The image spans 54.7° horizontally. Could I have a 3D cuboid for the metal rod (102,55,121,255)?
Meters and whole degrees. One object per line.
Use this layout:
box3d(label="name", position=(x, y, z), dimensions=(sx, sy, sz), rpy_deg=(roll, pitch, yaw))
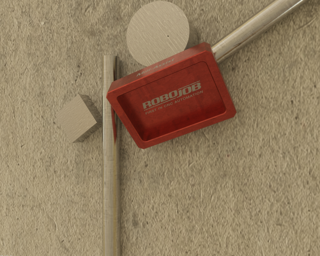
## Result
box3d(label="metal rod", position=(-0.068, 0.050, 0.432), dimensions=(0.025, 0.025, 0.298), rpy_deg=(0, 90, 20))

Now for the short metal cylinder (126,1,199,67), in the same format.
box3d(label="short metal cylinder", position=(0.005, -0.112, 0.394), dimensions=(0.080, 0.050, 0.079), rpy_deg=(0, 90, 20))

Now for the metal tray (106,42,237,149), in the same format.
box3d(label="metal tray", position=(0.014, -0.035, 0.373), dimensions=(0.130, 0.030, 0.090), rpy_deg=(-21, 119, 16))

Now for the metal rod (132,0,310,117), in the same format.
box3d(label="metal rod", position=(0.078, -0.097, 0.381), dimensions=(0.300, 0.025, 0.025), rpy_deg=(-35, 79, 16))

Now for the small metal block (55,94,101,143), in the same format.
box3d(label="small metal block", position=(-0.116, -0.013, 0.450), dimensions=(0.050, 0.025, 0.050), rpy_deg=(-37, 78, 16))
